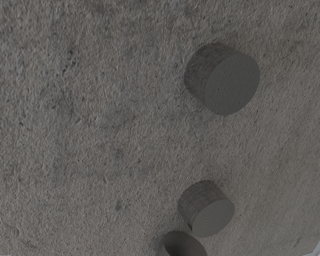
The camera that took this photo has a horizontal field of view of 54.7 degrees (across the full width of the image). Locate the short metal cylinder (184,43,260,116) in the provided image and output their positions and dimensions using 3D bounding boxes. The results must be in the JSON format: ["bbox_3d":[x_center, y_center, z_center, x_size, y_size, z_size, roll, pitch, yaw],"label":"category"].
[{"bbox_3d":[0.078,-0.062,0.394,0.081,0.050,0.079,-14,124,-21],"label":"short metal cylinder"}]

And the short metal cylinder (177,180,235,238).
[{"bbox_3d":[0.076,0.134,0.515,0.081,0.050,0.079,-14,124,-21],"label":"short metal cylinder"}]

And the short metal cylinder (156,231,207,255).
[{"bbox_3d":[0.034,0.224,0.528,0.081,0.080,0.050,10,113,-33],"label":"short metal cylinder"}]
